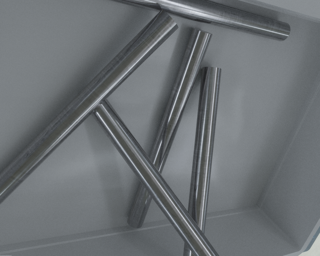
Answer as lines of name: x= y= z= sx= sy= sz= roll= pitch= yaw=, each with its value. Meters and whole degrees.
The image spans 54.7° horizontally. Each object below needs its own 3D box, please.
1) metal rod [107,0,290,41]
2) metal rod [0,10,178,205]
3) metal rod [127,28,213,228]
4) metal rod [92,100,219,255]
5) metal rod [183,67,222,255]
metal rod: x=0.035 y=-0.134 z=0.346 sx=0.303 sy=0.025 sz=0.025 roll=2 pitch=118 yaw=-30
metal rod: x=-0.097 y=-0.011 z=0.338 sx=0.300 sy=0.025 sz=0.025 roll=-44 pitch=130 yaw=6
metal rod: x=0.006 y=0.016 z=0.423 sx=0.025 sy=0.025 sz=0.298 roll=5 pitch=116 yaw=-31
metal rod: x=0.013 y=0.095 z=0.377 sx=0.025 sy=0.025 sz=0.299 roll=-36 pitch=97 yaw=-5
metal rod: x=0.053 y=0.071 z=0.408 sx=0.025 sy=0.025 sz=0.298 roll=4 pitch=92 yaw=-31
